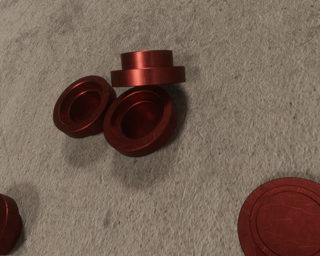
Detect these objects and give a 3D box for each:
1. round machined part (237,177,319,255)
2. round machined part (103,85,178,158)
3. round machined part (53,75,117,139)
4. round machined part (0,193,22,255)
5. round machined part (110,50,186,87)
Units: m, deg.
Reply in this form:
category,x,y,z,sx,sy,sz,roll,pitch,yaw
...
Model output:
category,x,y,z,sx,sy,sz,roll,pitch,yaw
round machined part,0.118,0.090,0.276,0.098,0.042,0.098,-13,56,20
round machined part,-0.021,-0.006,0.406,0.098,0.042,0.098,-13,56,20
round machined part,-0.107,-0.027,0.464,0.098,0.042,0.098,-13,56,20
round machined part,-0.231,0.141,0.425,0.098,0.042,0.098,-13,56,20
round machined part,-0.016,-0.079,0.411,0.098,0.099,0.042,1,101,28
